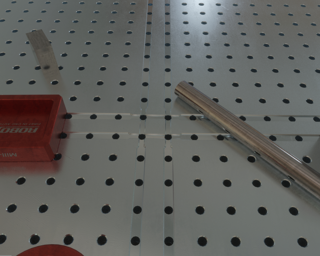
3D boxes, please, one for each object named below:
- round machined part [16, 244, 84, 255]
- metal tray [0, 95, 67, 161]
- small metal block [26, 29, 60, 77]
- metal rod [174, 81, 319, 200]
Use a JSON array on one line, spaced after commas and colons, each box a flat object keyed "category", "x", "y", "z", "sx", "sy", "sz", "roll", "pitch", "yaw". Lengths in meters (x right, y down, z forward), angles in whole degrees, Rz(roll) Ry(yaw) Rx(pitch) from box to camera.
[{"category": "round machined part", "x": -0.098, "y": 0.156, "z": 0.265, "sx": 0.099, "sy": 0.042, "sz": 0.098, "roll": 0, "pitch": 50, "yaw": 0}, {"category": "metal tray", "x": -0.197, "y": -0.002, "z": 0.403, "sx": 0.131, "sy": 0.030, "sz": 0.090, "roll": 0, "pitch": 50, "yaw": -1}, {"category": "small metal block", "x": -0.185, "y": -0.119, "z": 0.489, "sx": 0.025, "sy": 0.050, "sz": 0.050, "roll": -24, "pitch": 54, "yaw": -19}, {"category": "metal rod", "x": 0.132, "y": 0.026, "z": 0.387, "sx": 0.025, "sy": 0.025, "sz": 0.300, "roll": -35, "pitch": 59, "yaw": -26}]
